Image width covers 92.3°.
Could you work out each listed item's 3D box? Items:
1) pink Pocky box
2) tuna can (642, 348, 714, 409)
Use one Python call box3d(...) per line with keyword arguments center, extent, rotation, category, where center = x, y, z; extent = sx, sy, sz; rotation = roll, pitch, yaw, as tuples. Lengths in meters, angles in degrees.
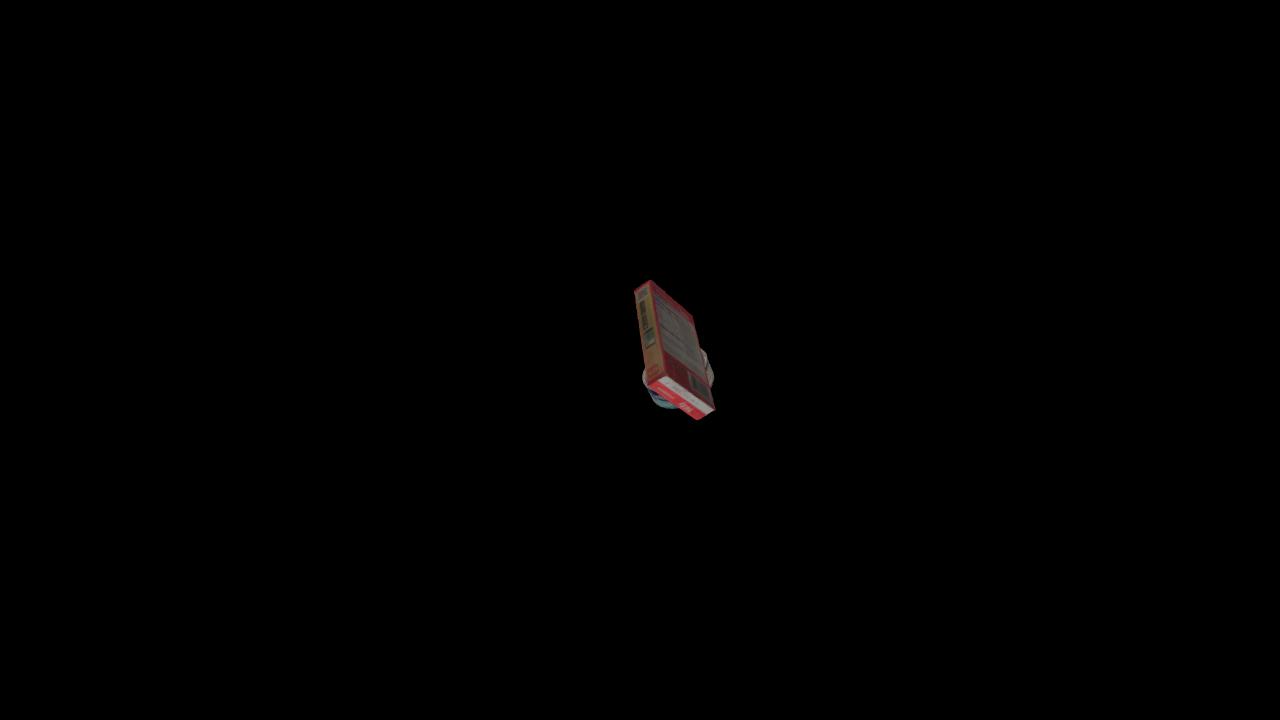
box3d(center=(0.036, -0.014, 0.681), extent=(0.029, 0.155, 0.084), rotation=(-34, -50, 24), category="pink Pocky box")
box3d(center=(0.047, 0.021, 0.751), extent=(0.084, 0.034, 0.084), rotation=(-18, 34, 12), category="tuna can")
